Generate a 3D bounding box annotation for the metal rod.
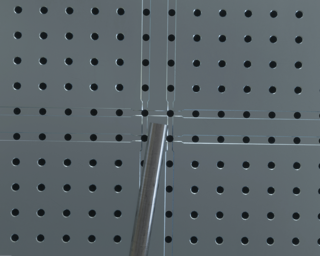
[{"bbox_3d":[-0.024,0.142,0.413,0.025,0.025,0.298,9,90,0],"label":"metal rod"}]
